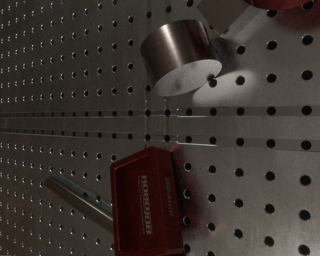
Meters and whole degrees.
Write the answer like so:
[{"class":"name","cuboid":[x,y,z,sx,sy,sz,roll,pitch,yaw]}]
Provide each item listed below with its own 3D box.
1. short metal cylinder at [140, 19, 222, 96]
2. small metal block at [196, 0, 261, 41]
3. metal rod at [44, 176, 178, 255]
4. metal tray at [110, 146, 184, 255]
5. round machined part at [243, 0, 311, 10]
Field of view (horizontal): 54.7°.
[{"class":"short metal cylinder","cuboid":[0.023,-0.077,0.353,0.080,0.081,0.050,-30,72,36]},{"class":"small metal block","cuboid":[0.077,-0.135,0.345,0.050,0.025,0.050,-44,64,31]},{"class":"metal rod","cuboid":[-0.090,0.138,0.480,0.300,0.025,0.025,19,102,38]},{"class":"metal tray","cuboid":[-0.022,0.098,0.402,0.090,0.030,0.130,-25,61,36]},{"class":"round machined part","cuboid":[0.116,-0.153,0.289,0.098,0.042,0.098,-6,74,22]}]
